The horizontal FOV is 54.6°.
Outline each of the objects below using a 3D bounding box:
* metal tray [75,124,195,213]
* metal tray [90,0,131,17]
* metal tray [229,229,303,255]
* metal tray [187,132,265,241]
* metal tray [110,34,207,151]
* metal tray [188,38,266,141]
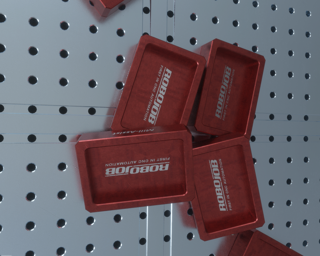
[{"bbox_3d":[-0.027,0.047,0.370,0.131,0.030,0.089,-6,106,-4],"label":"metal tray"},{"bbox_3d":[-0.073,-0.218,0.382,0.090,0.030,0.130,-41,103,-15],"label":"metal tray"},{"bbox_3d":[0.164,0.216,0.470,0.130,0.030,0.090,32,80,-17],"label":"metal tray"},{"bbox_3d":[0.083,0.079,0.419,0.090,0.030,0.129,-14,101,-1],"label":"metal tray"},{"bbox_3d":[-0.002,-0.043,0.402,0.090,0.030,0.130,19,84,-11],"label":"metal tray"},{"bbox_3d":[0.095,-0.050,0.444,0.091,0.030,0.129,14,85,-20],"label":"metal tray"}]
